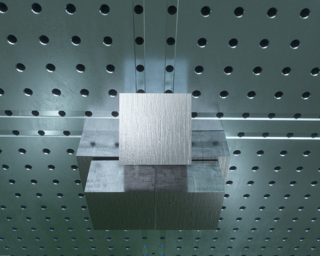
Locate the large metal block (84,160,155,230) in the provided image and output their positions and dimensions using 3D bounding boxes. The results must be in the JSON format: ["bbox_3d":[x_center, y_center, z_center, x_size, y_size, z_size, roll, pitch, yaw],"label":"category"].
[{"bbox_3d":[-0.047,0.087,0.400,0.081,0.050,0.079,0,130,-1],"label":"large metal block"}]

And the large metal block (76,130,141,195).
[{"bbox_3d":[-0.068,0.050,0.438,0.081,0.050,0.079,1,130,-2],"label":"large metal block"}]

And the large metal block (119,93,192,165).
[{"bbox_3d":[-0.005,0.002,0.370,0.081,0.050,0.080,0,88,-1],"label":"large metal block"}]

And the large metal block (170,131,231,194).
[{"bbox_3d":[0.050,0.051,0.439,0.081,0.050,0.079,-1,130,0],"label":"large metal block"}]

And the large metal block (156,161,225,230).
[{"bbox_3d":[0.035,0.089,0.403,0.081,0.050,0.079,0,130,-1],"label":"large metal block"}]
